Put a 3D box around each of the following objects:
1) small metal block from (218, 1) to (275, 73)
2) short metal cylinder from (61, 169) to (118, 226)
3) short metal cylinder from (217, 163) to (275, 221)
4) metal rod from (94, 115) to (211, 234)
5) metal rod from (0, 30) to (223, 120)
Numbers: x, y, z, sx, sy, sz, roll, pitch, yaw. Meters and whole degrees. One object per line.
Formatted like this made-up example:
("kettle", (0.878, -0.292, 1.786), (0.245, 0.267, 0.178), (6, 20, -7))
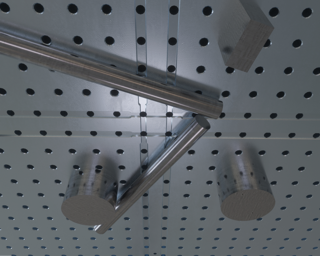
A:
("small metal block", (0.085, -0.094, 0.317), (0.025, 0.050, 0.050), (15, 129, -13))
("short metal cylinder", (-0.109, 0.110, 0.488), (0.081, 0.050, 0.079), (0, 130, 0))
("short metal cylinder", (0.131, 0.101, 0.482), (0.081, 0.050, 0.079), (0, 130, 0))
("metal rod", (-0.026, 0.087, 0.485), (0.025, 0.025, 0.298), (27, 125, -21))
("metal rod", (-0.067, -0.062, 0.357), (0.302, 0.025, 0.025), (16, 128, -14))
